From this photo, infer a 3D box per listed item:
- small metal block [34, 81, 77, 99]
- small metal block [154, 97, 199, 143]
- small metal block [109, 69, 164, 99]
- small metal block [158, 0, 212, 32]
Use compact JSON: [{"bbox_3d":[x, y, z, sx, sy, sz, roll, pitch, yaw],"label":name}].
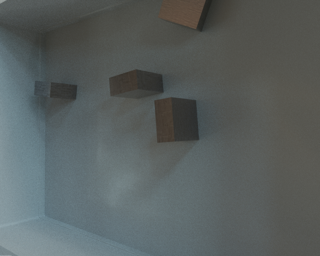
[{"bbox_3d":[-0.180,-0.066,0.536,0.050,0.050,0.025,10,97,39],"label":"small metal block"},{"bbox_3d":[0.021,-0.009,0.372,0.025,0.050,0.050,-7,86,39],"label":"small metal block"},{"bbox_3d":[-0.031,-0.057,0.414,0.050,0.050,0.025,-8,85,39],"label":"small metal block"},{"bbox_3d":[0.032,-0.148,0.369,0.050,0.025,0.050,23,106,17],"label":"small metal block"}]
